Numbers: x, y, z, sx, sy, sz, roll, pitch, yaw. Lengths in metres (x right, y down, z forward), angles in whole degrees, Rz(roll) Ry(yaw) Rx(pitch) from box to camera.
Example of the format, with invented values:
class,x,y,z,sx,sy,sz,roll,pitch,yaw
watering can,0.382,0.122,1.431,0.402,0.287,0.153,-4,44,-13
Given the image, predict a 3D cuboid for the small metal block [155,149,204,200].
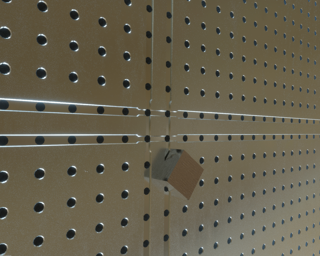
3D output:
class,x,y,z,sx,sy,sz,roll,pitch,yaw
small metal block,0.028,0.064,0.432,0.050,0.025,0.050,45,63,-31
